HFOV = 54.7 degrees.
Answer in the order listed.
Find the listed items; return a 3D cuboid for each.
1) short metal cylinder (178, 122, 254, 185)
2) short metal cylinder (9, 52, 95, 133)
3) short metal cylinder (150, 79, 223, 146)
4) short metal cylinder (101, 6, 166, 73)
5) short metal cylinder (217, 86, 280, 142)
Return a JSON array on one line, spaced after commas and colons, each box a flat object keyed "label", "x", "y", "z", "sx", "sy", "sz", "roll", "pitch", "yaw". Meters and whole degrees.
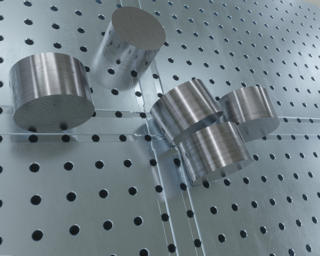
[{"label": "short metal cylinder", "x": 0.069, "y": 0.033, "z": 0.389, "sx": 0.081, "sy": 0.080, "sz": 0.050, "roll": -8, "pitch": 66, "yaw": -32}, {"label": "short metal cylinder", "x": -0.115, "y": -0.035, "z": 0.332, "sx": 0.081, "sy": 0.080, "sz": 0.050, "roll": -4, "pitch": 64, "yaw": -30}, {"label": "short metal cylinder", "x": 0.034, "y": -0.019, "z": 0.403, "sx": 0.081, "sy": 0.080, "sz": 0.050, "roll": -22, "pitch": 74, "yaw": -36}, {"label": "short metal cylinder", "x": -0.039, "y": -0.128, "z": 0.449, "sx": 0.081, "sy": 0.050, "sz": 0.080, "roll": 14, "pitch": 56, "yaw": -21}, {"label": "short metal cylinder", "x": 0.125, "y": -0.017, "z": 0.451, "sx": 0.081, "sy": 0.080, "sz": 0.050, "roll": 3, "pitch": 61, "yaw": -27}]
